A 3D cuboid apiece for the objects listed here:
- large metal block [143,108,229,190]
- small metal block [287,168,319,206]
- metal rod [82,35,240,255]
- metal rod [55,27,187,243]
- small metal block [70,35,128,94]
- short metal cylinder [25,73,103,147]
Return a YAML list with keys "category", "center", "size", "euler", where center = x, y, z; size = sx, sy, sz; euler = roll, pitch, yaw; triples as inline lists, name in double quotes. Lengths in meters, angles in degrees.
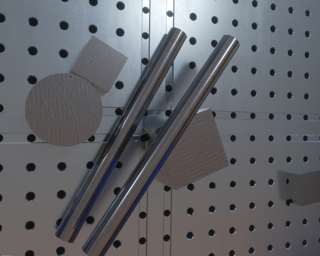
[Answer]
- category: "large metal block"
  center: [0.034, 0.025, 0.412]
  size: [0.081, 0.050, 0.080]
  euler: [-21, 97, -19]
- category: "small metal block"
  center: [0.236, 0.094, 0.500]
  size: [0.050, 0.025, 0.050]
  euler: [-7, 93, -20]
- category: "metal rod"
  center: [0.008, 0.013, 0.362]
  size: [0.025, 0.025, 0.300]
  euler: [37, 78, -16]
- category: "metal rod"
  center: [-0.045, 0.001, 0.396]
  size: [0.025, 0.025, 0.299]
  euler: [31, 80, -18]
- category: "small metal block"
  center: [-0.076, -0.077, 0.384]
  size: [0.050, 0.025, 0.050]
  euler: [31, 80, -18]
- category: "short metal cylinder"
  center: [-0.111, -0.020, 0.358]
  size: [0.081, 0.050, 0.080]
  euler: [0, 90, -20]
